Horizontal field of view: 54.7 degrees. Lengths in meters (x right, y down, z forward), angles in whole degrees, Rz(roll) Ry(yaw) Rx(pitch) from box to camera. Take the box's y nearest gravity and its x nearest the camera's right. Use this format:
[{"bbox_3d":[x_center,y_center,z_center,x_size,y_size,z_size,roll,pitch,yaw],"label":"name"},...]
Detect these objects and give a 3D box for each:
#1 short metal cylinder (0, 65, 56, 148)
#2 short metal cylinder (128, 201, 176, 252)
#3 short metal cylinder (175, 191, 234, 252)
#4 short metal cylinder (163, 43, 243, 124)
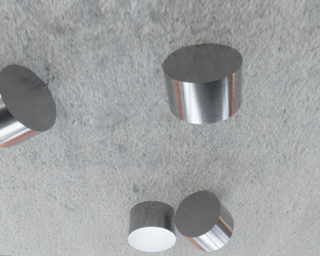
[{"bbox_3d":[-0.165,-0.024,0.348,0.050,0.080,0.080,-23,127,18],"label":"short metal cylinder"},{"bbox_3d":[-0.014,0.171,0.537,0.081,0.050,0.079,0,130,0],"label":"short metal cylinder"},{"bbox_3d":[0.071,0.150,0.500,0.080,0.080,0.050,-25,126,19],"label":"short metal cylinder"},{"bbox_3d":[0.046,-0.049,0.330,0.080,0.080,0.050,-7,130,5],"label":"short metal cylinder"}]
